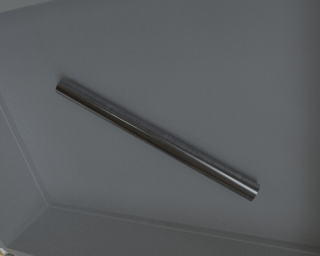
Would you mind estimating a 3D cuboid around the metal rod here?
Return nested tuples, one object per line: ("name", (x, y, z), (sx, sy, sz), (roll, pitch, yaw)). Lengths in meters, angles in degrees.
("metal rod", (-0.010, 0.011, 0.417), (0.301, 0.025, 0.025), (29, 128, 9))
